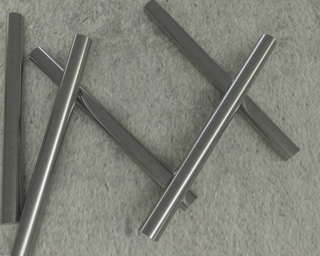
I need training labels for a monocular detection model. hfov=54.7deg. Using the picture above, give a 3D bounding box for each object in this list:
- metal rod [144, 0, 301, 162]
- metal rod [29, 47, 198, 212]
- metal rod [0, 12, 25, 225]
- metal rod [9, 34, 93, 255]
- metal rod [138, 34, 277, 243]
[{"bbox_3d":[0.078,-0.076,0.436,0.025,0.025,0.300,-36,74,-12],"label":"metal rod"},{"bbox_3d":[-0.069,-0.007,0.409,0.300,0.025,0.025,43,75,13],"label":"metal rod"},{"bbox_3d":[-0.196,-0.026,0.415,0.025,0.025,0.299,-8,70,-3],"label":"metal rod"},{"bbox_3d":[-0.132,0.024,0.380,0.025,0.025,0.299,11,77,3],"label":"metal rod"},{"bbox_3d":[0.067,-0.001,0.381,0.025,0.025,0.300,31,73,10],"label":"metal rod"}]
